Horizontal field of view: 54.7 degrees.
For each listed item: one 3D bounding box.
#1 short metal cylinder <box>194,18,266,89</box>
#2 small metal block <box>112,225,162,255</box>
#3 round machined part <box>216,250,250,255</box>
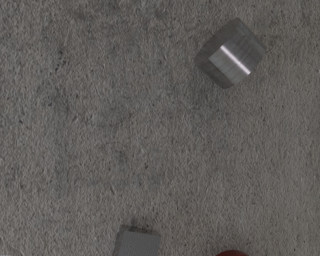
[{"bbox_3d":[0.092,-0.099,0.414,0.050,0.080,0.080,40,77,-16],"label":"short metal cylinder"},{"bbox_3d":[-0.031,0.157,0.398,0.050,0.025,0.050,16,85,-20],"label":"small metal block"},{"bbox_3d":[0.097,0.221,0.436,0.099,0.042,0.097,0,90,-20],"label":"round machined part"}]
